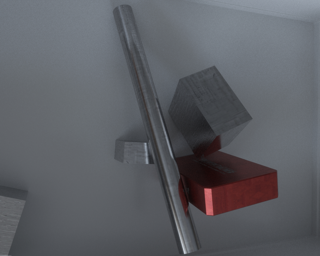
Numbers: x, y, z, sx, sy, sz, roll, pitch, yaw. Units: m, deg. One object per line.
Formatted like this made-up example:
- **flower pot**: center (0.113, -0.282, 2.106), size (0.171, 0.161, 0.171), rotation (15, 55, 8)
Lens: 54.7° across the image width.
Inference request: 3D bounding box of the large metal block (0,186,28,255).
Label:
- **large metal block**: center (-0.195, 0.101, 0.326), size (0.081, 0.050, 0.080), rotation (18, 84, -20)

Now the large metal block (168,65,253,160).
- **large metal block**: center (0.058, -0.017, 0.389), size (0.050, 0.080, 0.080), rotation (-24, 71, -19)

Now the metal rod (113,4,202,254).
- **metal rod**: center (-0.008, -0.009, 0.363), size (0.025, 0.025, 0.299), rotation (-12, 77, -20)

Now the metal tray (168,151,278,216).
- **metal tray**: center (0.066, 0.060, 0.379), size (0.091, 0.130, 0.030), rotation (-9, 99, -20)

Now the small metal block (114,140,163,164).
- **small metal block**: center (-0.026, 0.030, 0.388), size (0.050, 0.050, 0.025), rotation (4, 89, -20)
